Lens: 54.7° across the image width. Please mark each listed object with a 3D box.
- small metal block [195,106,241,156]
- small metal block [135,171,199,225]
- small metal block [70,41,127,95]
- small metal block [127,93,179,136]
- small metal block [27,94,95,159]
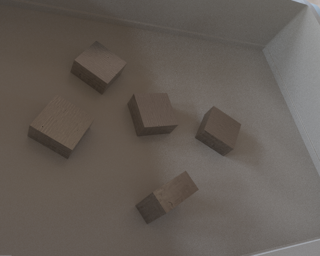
[{"bbox_3d":[0.085,0.004,0.448,0.050,0.025,0.050,33,51,-7],"label":"small metal block"},{"bbox_3d":[0.007,0.078,0.346,0.050,0.050,0.025,-26,76,-37],"label":"small metal block"},{"bbox_3d":[-0.081,-0.080,0.411,0.050,0.025,0.050,36,51,-4],"label":"small metal block"},{"bbox_3d":[-0.010,-0.019,0.411,0.050,0.025,0.050,-5,64,-30],"label":"small metal block"},{"bbox_3d":[-0.110,-0.002,0.347,0.050,0.025,0.050,32,52,-7],"label":"small metal block"}]
